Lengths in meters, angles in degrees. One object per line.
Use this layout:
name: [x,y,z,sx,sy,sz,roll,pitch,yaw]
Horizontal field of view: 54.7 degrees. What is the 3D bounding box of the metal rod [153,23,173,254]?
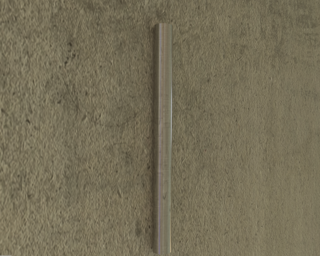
metal rod: [0.004,0.014,0.411,0.025,0.025,0.298,0,90,-40]
